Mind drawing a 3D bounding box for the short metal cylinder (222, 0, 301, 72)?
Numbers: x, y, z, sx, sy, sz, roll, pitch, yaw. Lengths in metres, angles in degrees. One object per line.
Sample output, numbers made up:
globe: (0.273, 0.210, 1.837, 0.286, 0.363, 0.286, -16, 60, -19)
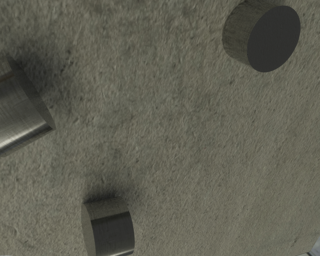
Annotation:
short metal cylinder: (0.126, -0.116, 0.390, 0.081, 0.050, 0.079, -14, 125, -21)

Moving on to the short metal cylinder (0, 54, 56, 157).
short metal cylinder: (-0.140, -0.020, 0.283, 0.050, 0.080, 0.080, -30, 129, -9)

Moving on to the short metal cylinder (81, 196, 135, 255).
short metal cylinder: (-0.072, 0.137, 0.418, 0.050, 0.080, 0.079, -7, 122, -25)
